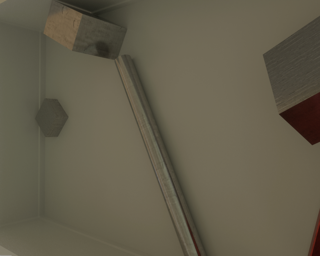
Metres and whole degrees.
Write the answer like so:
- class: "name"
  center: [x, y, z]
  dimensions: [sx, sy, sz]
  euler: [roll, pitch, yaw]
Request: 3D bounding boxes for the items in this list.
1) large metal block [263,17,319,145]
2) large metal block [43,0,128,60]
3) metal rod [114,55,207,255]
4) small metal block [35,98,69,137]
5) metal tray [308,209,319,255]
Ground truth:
- class: "large metal block"
  center: [0.139, -0.045, 0.251]
  dimensions: [0.080, 0.050, 0.080]
  euler: [-34, 34, 35]
- class: "large metal block"
  center: [-0.111, -0.144, 0.460]
  dimensions: [0.080, 0.081, 0.050]
  euler: [34, 111, 34]
- class: "metal rod"
  center: [-0.003, 0.035, 0.406]
  dimensions: [0.025, 0.025, 0.299]
  euler: [-33, 70, 35]
- class: "small metal block"
  center: [-0.199, -0.019, 0.568]
  dimensions: [0.050, 0.025, 0.050]
  euler: [51, 119, 27]
- class: "metal tray"
  center: [0.145, 0.098, 0.241]
  dimensions: [0.030, 0.090, 0.129]
  euler: [12, 98, 16]
